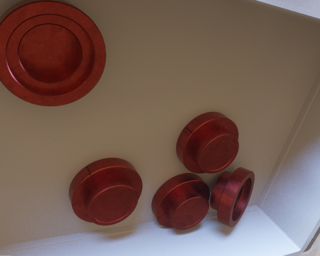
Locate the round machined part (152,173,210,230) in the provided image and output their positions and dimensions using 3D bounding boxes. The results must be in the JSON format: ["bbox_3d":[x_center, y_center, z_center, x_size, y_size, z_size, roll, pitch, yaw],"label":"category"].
[{"bbox_3d":[0.040,0.125,0.499,0.099,0.042,0.097,-14,125,-21],"label":"round machined part"}]

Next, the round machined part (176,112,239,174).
[{"bbox_3d":[0.077,0.028,0.460,0.099,0.042,0.097,-14,125,-21],"label":"round machined part"}]

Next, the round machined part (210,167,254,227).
[{"bbox_3d":[0.118,0.110,0.516,0.099,0.042,0.097,-33,133,-45],"label":"round machined part"}]

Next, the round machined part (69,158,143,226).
[{"bbox_3d":[-0.069,0.092,0.418,0.099,0.042,0.097,-14,125,-21],"label":"round machined part"}]

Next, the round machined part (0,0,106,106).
[{"bbox_3d":[-0.105,-0.073,0.296,0.099,0.042,0.097,-14,125,-21],"label":"round machined part"}]
